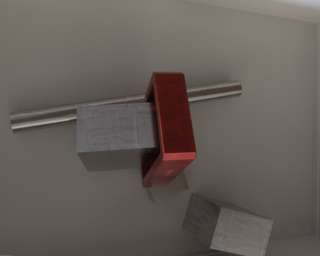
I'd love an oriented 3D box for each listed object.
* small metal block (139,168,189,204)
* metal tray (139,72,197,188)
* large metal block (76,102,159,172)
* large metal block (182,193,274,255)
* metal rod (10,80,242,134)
[{"bbox_3d":[0.004,0.066,0.413,0.050,0.025,0.050,-21,97,-19],"label":"small metal block"},{"bbox_3d":[0.001,0.009,0.341,0.030,0.129,0.090,-1,68,-13],"label":"metal tray"},{"bbox_3d":[-0.046,0.013,0.349,0.081,0.080,0.050,-3,69,-6],"label":"large metal block"},{"bbox_3d":[0.088,0.129,0.415,0.081,0.080,0.050,19,84,-20],"label":"large metal block"},{"bbox_3d":[-0.027,-0.031,0.401,0.303,0.025,0.025,-11,94,-20],"label":"metal rod"}]
